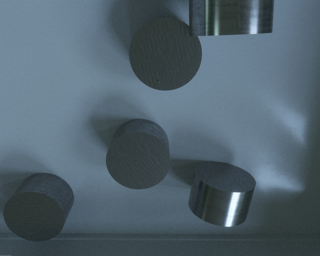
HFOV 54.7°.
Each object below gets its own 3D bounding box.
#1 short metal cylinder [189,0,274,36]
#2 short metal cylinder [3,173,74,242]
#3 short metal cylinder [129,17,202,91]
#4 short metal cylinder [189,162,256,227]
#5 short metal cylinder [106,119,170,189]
[{"bbox_3d":[0.069,-0.117,0.302,0.081,0.080,0.050,-3,107,0],"label":"short metal cylinder"},{"bbox_3d":[-0.168,0.111,0.436,0.081,0.050,0.079,0,110,-1],"label":"short metal cylinder"},{"bbox_3d":[0.006,-0.089,0.365,0.081,0.050,0.079,0,110,-1],"label":"short metal cylinder"},{"bbox_3d":[0.082,0.086,0.415,0.081,0.080,0.050,7,110,-3],"label":"short metal cylinder"},{"bbox_3d":[-0.027,0.033,0.410,0.081,0.050,0.079,0,110,-1],"label":"short metal cylinder"}]
